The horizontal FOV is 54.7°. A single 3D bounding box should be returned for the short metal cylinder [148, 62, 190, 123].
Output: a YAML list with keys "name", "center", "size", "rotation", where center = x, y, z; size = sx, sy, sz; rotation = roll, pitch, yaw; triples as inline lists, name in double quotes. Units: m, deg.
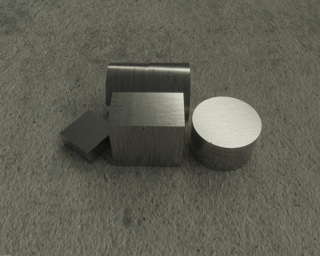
- name: "short metal cylinder"
  center: [0.011, -0.046, 0.408]
  size: [0.050, 0.080, 0.080]
  rotation: [1, 50, 0]

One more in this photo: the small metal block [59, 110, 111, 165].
- name: "small metal block"
  center: [-0.089, 0.011, 0.396]
  size: [0.050, 0.025, 0.050]
  rotation: [31, 56, 23]

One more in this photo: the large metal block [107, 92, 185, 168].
- name: "large metal block"
  center: [-0.014, 0.004, 0.366]
  size: [0.081, 0.080, 0.050]
  rotation: [1, 50, 0]

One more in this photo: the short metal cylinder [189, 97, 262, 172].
- name: "short metal cylinder"
  center: [0.078, 0.007, 0.383]
  size: [0.081, 0.050, 0.080]
  rotation: [0, 50, 0]

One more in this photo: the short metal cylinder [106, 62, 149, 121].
- name: "short metal cylinder"
  center: [-0.039, -0.046, 0.408]
  size: [0.050, 0.080, 0.080]
  rotation: [1, 50, 0]
